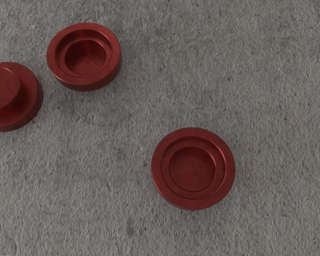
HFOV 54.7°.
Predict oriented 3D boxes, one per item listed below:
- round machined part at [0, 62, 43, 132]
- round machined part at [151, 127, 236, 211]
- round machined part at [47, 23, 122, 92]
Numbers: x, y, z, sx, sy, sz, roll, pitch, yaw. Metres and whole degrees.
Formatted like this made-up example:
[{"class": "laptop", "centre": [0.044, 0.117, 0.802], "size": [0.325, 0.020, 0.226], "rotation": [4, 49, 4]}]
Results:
[{"class": "round machined part", "centre": [-0.213, -0.047, 0.415], "size": [0.099, 0.042, 0.098], "rotation": [0, 70, 0]}, {"class": "round machined part", "centre": [0.039, 0.052, 0.380], "size": [0.099, 0.042, 0.098], "rotation": [0, 70, 0]}, {"class": "round machined part", "centre": [-0.102, -0.094, 0.433], "size": [0.099, 0.042, 0.098], "rotation": [0, 70, 0]}]
